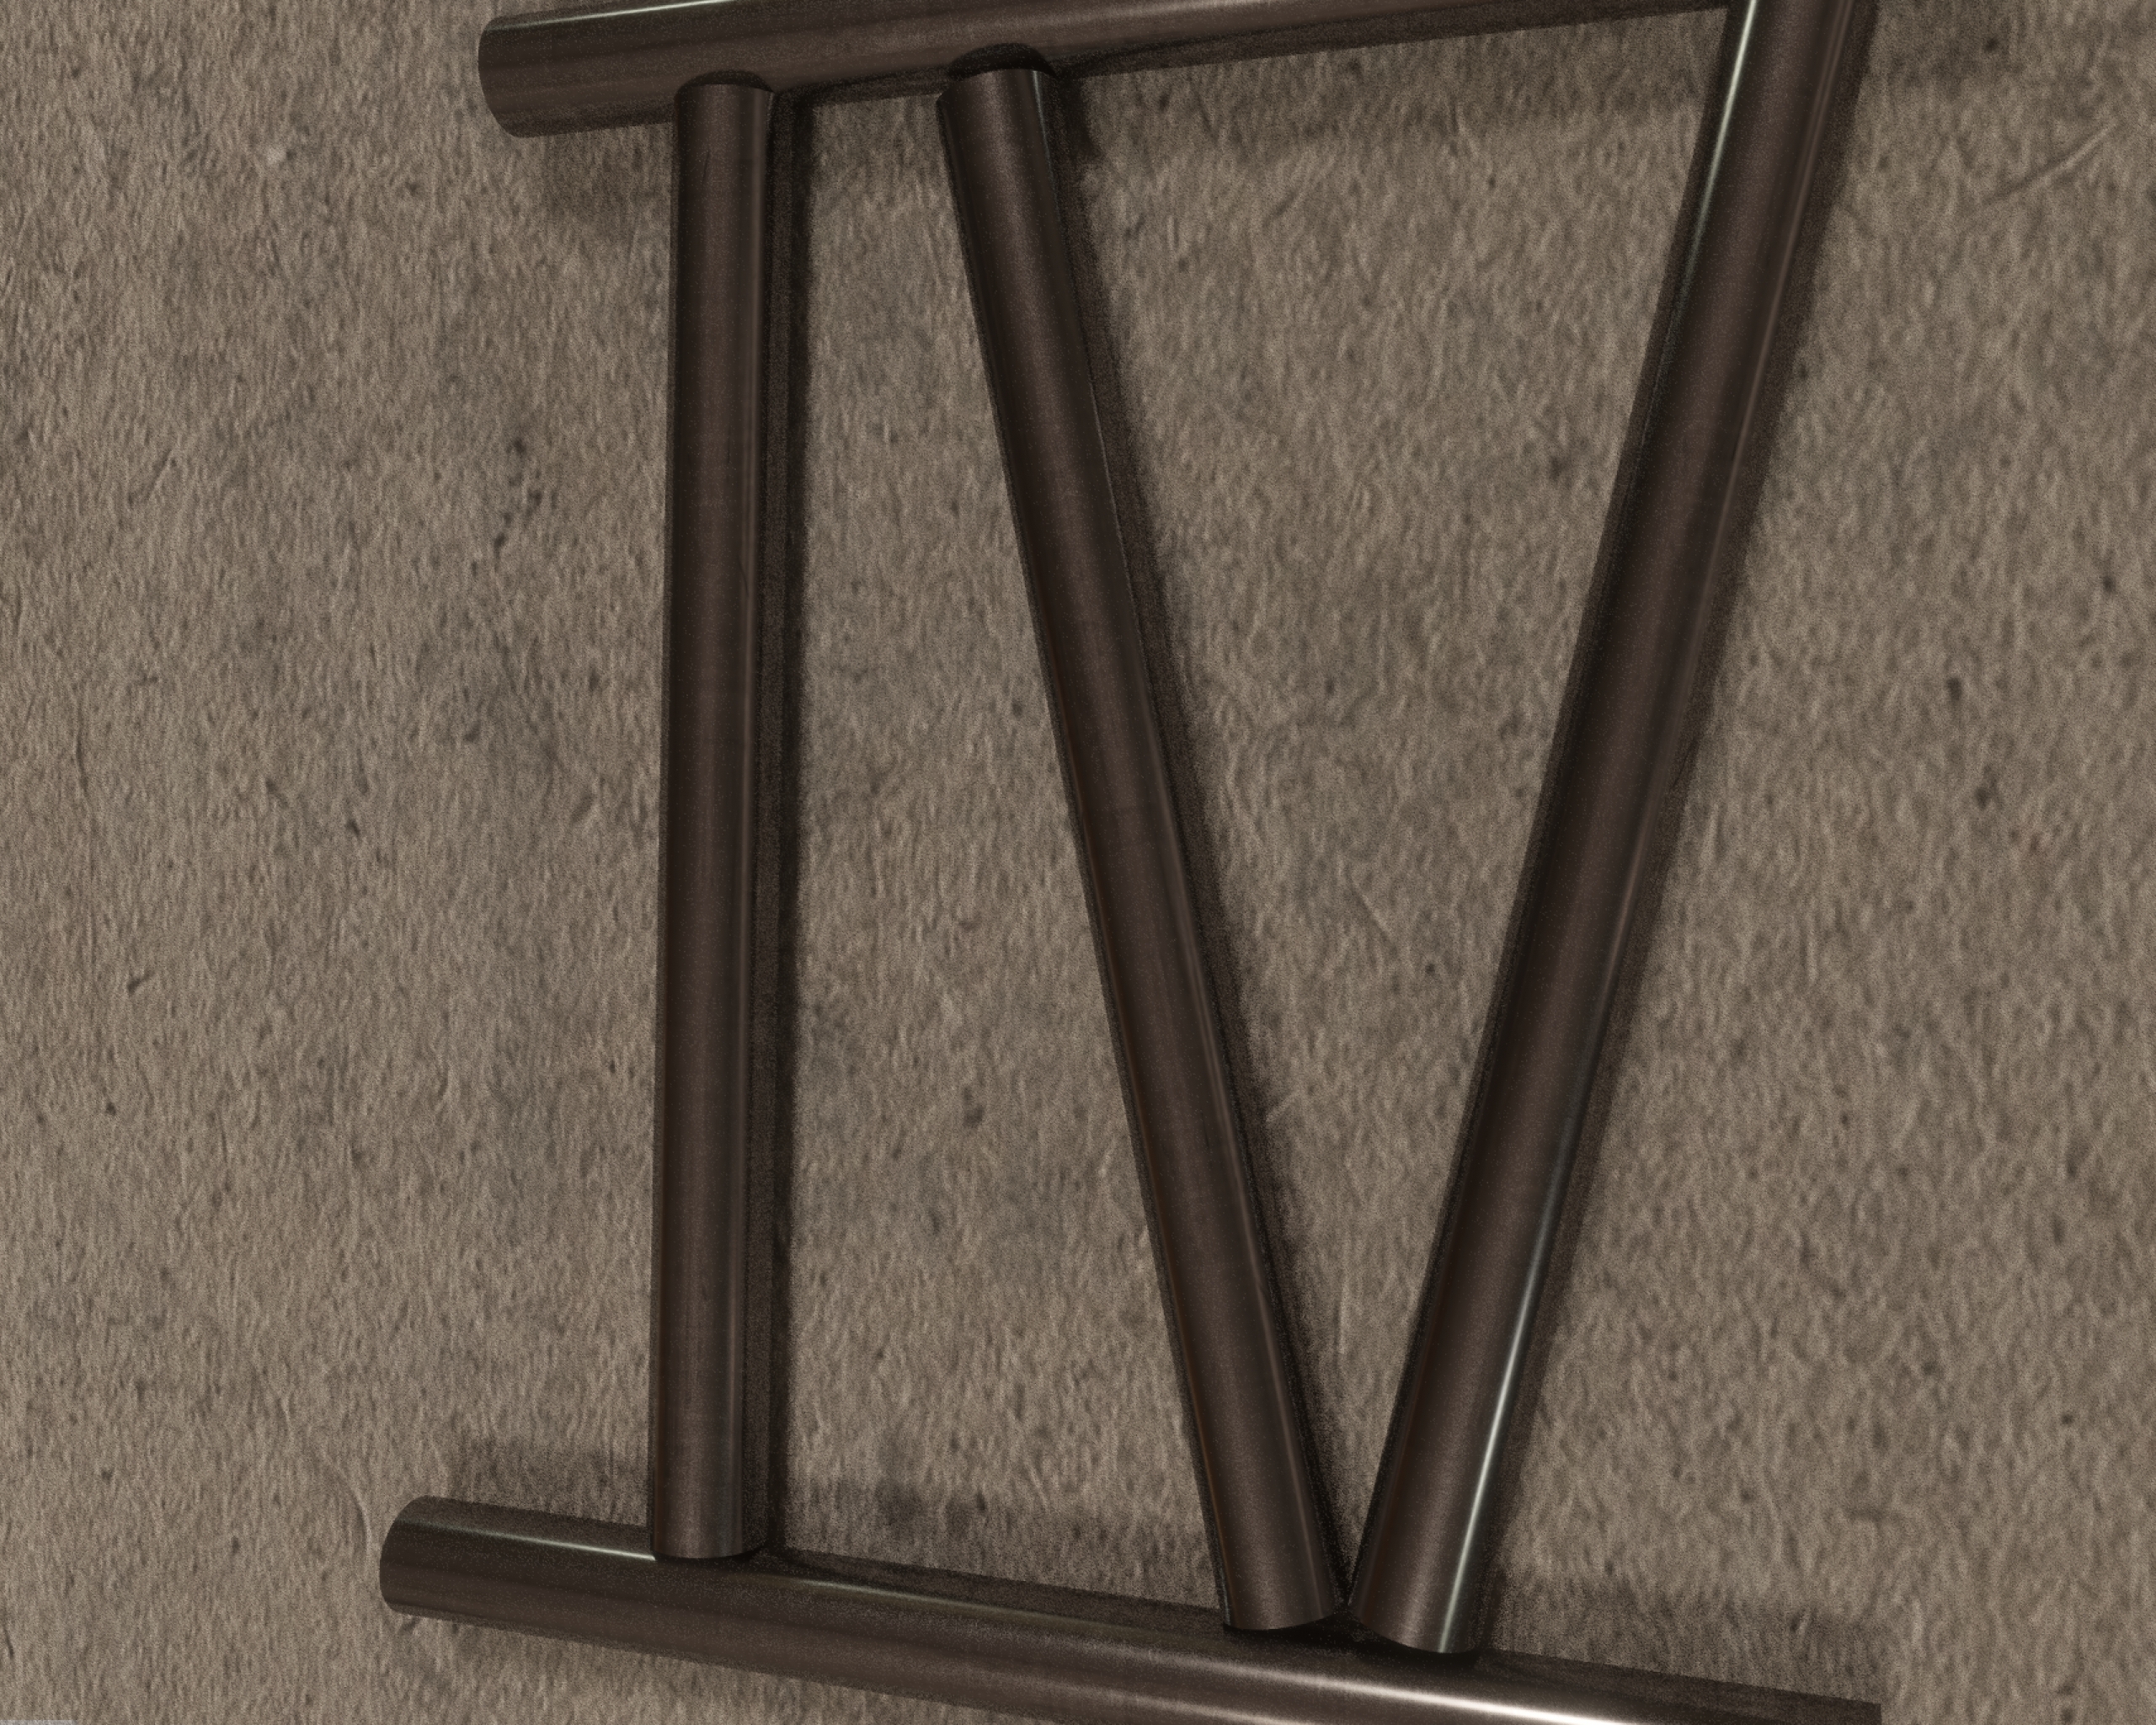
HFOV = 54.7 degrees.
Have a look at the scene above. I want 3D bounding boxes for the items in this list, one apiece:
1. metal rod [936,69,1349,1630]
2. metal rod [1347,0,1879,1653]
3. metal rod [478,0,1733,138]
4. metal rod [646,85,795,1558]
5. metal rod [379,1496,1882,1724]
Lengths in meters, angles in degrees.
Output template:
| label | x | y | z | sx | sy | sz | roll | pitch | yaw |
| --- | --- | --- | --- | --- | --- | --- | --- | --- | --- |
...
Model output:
| label | x | y | z | sx | sy | sz | roll | pitch | yaw |
| --- | --- | --- | --- | --- | --- | --- | --- | --- | --- |
| metal rod | 0.012 | -0.006 | 0.404 | 0.025 | 0.025 | 0.298 | -12 | 86 | 19 |
| metal rod | 0.095 | -0.005 | 0.376 | 0.025 | 0.025 | 0.298 | 14 | 94 | 19 |
| metal rod | 0.020 | -0.167 | 0.402 | 0.301 | 0.025 | 0.025 | 1 | 91 | 19 |
| metal rod | -0.074 | -0.008 | 0.434 | 0.025 | 0.025 | 0.298 | 1 | 90 | 19 |
| metal rod | -0.004 | 0.155 | 0.410 | 0.301 | 0.025 | 0.025 | 1 | 91 | 19 |
